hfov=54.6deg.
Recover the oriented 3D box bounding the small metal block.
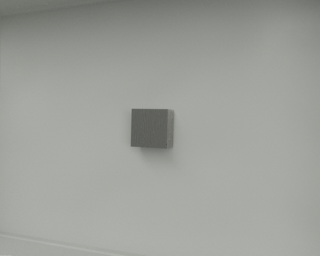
[{"bbox_3d":[-0.010,0.000,0.410,0.050,0.025,0.050,2,91,20],"label":"small metal block"}]
